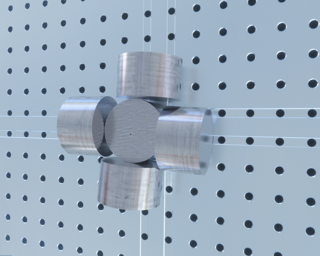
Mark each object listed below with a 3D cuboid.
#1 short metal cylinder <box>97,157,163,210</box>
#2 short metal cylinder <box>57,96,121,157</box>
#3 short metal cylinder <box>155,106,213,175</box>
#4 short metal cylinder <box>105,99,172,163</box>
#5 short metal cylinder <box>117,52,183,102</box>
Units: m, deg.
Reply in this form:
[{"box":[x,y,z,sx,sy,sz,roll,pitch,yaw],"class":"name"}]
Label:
[{"box":[-0.037,0.068,0.395,0.080,0.080,0.050,7,92,20],"class":"short metal cylinder"},{"box":[-0.092,-0.003,0.416,0.050,0.080,0.079,2,91,19],"class":"short metal cylinder"},{"box":[0.031,0.014,0.372,0.050,0.080,0.079,4,92,19],"class":"short metal cylinder"},{"box":[-0.025,0.003,0.409,0.080,0.050,0.080,0,90,18],"class":"short metal cylinder"},{"box":[-0.013,-0.061,0.387,0.080,0.080,0.050,3,91,20],"class":"short metal cylinder"}]
